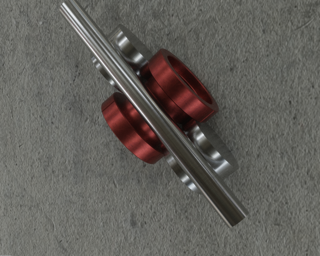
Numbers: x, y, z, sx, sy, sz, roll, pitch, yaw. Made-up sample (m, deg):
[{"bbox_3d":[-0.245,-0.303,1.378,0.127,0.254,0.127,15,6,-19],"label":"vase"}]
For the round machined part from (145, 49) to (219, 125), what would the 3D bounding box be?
[{"bbox_3d":[0.021,-0.043,0.364,0.042,0.098,0.098,-42,77,20],"label":"round machined part"}]

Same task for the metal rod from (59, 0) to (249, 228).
[{"bbox_3d":[-0.015,-0.026,0.330,0.025,0.025,0.300,-42,77,15],"label":"metal rod"}]

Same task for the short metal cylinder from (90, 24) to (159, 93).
[{"bbox_3d":[-0.041,-0.084,0.394,0.050,0.080,0.080,-41,78,15],"label":"short metal cylinder"}]

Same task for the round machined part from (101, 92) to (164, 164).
[{"bbox_3d":[-0.021,-0.007,0.377,0.042,0.098,0.098,-40,78,11],"label":"round machined part"}]

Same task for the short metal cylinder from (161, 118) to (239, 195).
[{"bbox_3d":[0.047,0.030,0.364,0.050,0.080,0.080,-41,78,15],"label":"short metal cylinder"}]
